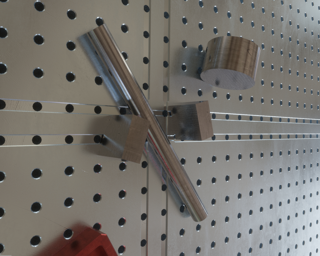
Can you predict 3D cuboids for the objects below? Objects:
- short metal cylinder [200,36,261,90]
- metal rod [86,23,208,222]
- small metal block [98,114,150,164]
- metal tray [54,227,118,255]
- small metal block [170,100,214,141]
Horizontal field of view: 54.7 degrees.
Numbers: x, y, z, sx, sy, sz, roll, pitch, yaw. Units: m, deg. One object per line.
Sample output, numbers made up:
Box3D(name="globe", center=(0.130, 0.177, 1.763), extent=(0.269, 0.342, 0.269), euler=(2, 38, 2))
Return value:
Box3D(name="short metal cylinder", center=(0.105, -0.095, 0.464), extent=(0.080, 0.080, 0.050), euler=(21, 77, -38))
Box3D(name="metal rod", center=(-0.006, 0.009, 0.405), extent=(0.025, 0.025, 0.299), euler=(-43, 116, -32))
Box3D(name="small metal block", center=(-0.042, 0.012, 0.359), extent=(0.025, 0.050, 0.050), euler=(22, 76, -38))
Box3D(name="metal tray", center=(-0.077, 0.190, 0.343), extent=(0.091, 0.030, 0.129), euler=(-35, 112, -35))
Box3D(name="small metal block", center=(0.044, -0.010, 0.432), extent=(0.025, 0.050, 0.050), euler=(-18, 102, -39))
